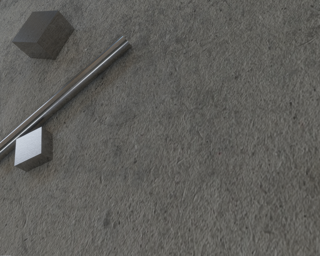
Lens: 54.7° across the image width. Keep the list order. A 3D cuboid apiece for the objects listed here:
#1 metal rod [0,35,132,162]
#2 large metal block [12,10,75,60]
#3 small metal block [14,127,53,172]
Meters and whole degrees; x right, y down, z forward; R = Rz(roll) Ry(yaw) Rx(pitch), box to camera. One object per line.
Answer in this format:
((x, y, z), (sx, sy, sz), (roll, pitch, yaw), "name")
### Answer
((-0.169, -0.047, 0.518), (0.300, 0.025, 0.025), (-41, 51, -1), "metal rod")
((-0.234, -0.186, 0.622), (0.080, 0.050, 0.080), (12, 67, 32), "large metal block")
((-0.197, 0.033, 0.484), (0.050, 0.025, 0.050), (-25, 53, 12), "small metal block")
